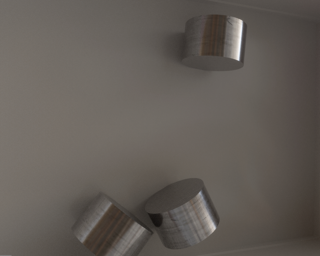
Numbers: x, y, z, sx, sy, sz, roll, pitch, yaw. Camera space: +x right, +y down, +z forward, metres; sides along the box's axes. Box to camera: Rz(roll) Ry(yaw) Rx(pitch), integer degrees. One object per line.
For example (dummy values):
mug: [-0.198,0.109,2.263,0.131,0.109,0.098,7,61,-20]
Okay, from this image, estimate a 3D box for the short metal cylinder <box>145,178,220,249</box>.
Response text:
short metal cylinder: [0.028,0.106,0.392,0.080,0.080,0.050,-28,100,-18]

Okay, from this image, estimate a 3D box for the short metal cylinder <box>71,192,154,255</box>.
short metal cylinder: [-0.054,0.119,0.361,0.080,0.080,0.050,41,77,-16]

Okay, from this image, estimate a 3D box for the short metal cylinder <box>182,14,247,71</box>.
short metal cylinder: [0.071,-0.109,0.407,0.081,0.080,0.050,6,88,-20]
